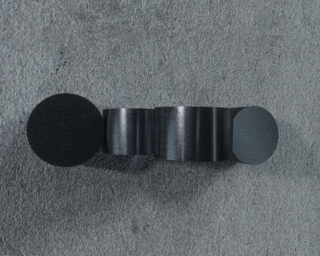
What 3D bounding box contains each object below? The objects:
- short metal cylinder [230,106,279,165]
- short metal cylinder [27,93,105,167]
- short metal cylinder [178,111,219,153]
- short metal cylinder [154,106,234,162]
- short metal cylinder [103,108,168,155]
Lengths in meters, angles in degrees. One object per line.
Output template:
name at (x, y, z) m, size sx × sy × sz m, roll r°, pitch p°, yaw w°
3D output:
short metal cylinder at (0.119, 0.010, 0.440) m, size 0.081 × 0.050 × 0.080 m, roll 0°, pitch 91°, yaw -21°
short metal cylinder at (-0.109, 0.002, 0.357) m, size 0.081 × 0.050 × 0.080 m, roll 0°, pitch 90°, yaw -21°
short metal cylinder at (0.048, 0.005, 0.399) m, size 0.081 × 0.080 × 0.050 m, roll 0°, pitch 89°, yaw -20°
short metal cylinder at (0.034, 0.005, 0.320) m, size 0.081 × 0.080 × 0.050 m, roll 1°, pitch 91°, yaw -20°
short metal cylinder at (-0.028, 0.004, 0.371) m, size 0.081 × 0.080 × 0.050 m, roll 0°, pitch 90°, yaw -20°
